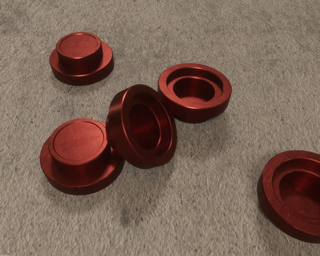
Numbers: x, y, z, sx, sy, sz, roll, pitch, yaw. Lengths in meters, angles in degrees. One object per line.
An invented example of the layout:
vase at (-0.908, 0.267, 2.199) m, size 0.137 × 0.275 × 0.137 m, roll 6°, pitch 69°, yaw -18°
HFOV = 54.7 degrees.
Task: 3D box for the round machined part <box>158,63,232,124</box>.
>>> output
round machined part at (0.045, -0.044, 0.426) m, size 0.099 × 0.042 × 0.098 m, roll 3°, pitch 46°, yaw -3°

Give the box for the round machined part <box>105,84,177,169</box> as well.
round machined part at (-0.026, 0.001, 0.368) m, size 0.042 × 0.098 × 0.098 m, roll -19°, pitch 40°, yaw 35°

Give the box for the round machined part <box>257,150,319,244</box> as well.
round machined part at (0.154, 0.075, 0.331) m, size 0.099 × 0.042 × 0.098 m, roll 0°, pitch 50°, yaw 0°

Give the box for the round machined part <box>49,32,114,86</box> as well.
round machined part at (-0.124, -0.114, 0.487) m, size 0.099 × 0.042 × 0.098 m, roll 0°, pitch 50°, yaw 0°

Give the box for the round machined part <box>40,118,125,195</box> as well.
round machined part at (-0.093, 0.027, 0.369) m, size 0.099 × 0.042 × 0.098 m, roll 0°, pitch 50°, yaw 0°
